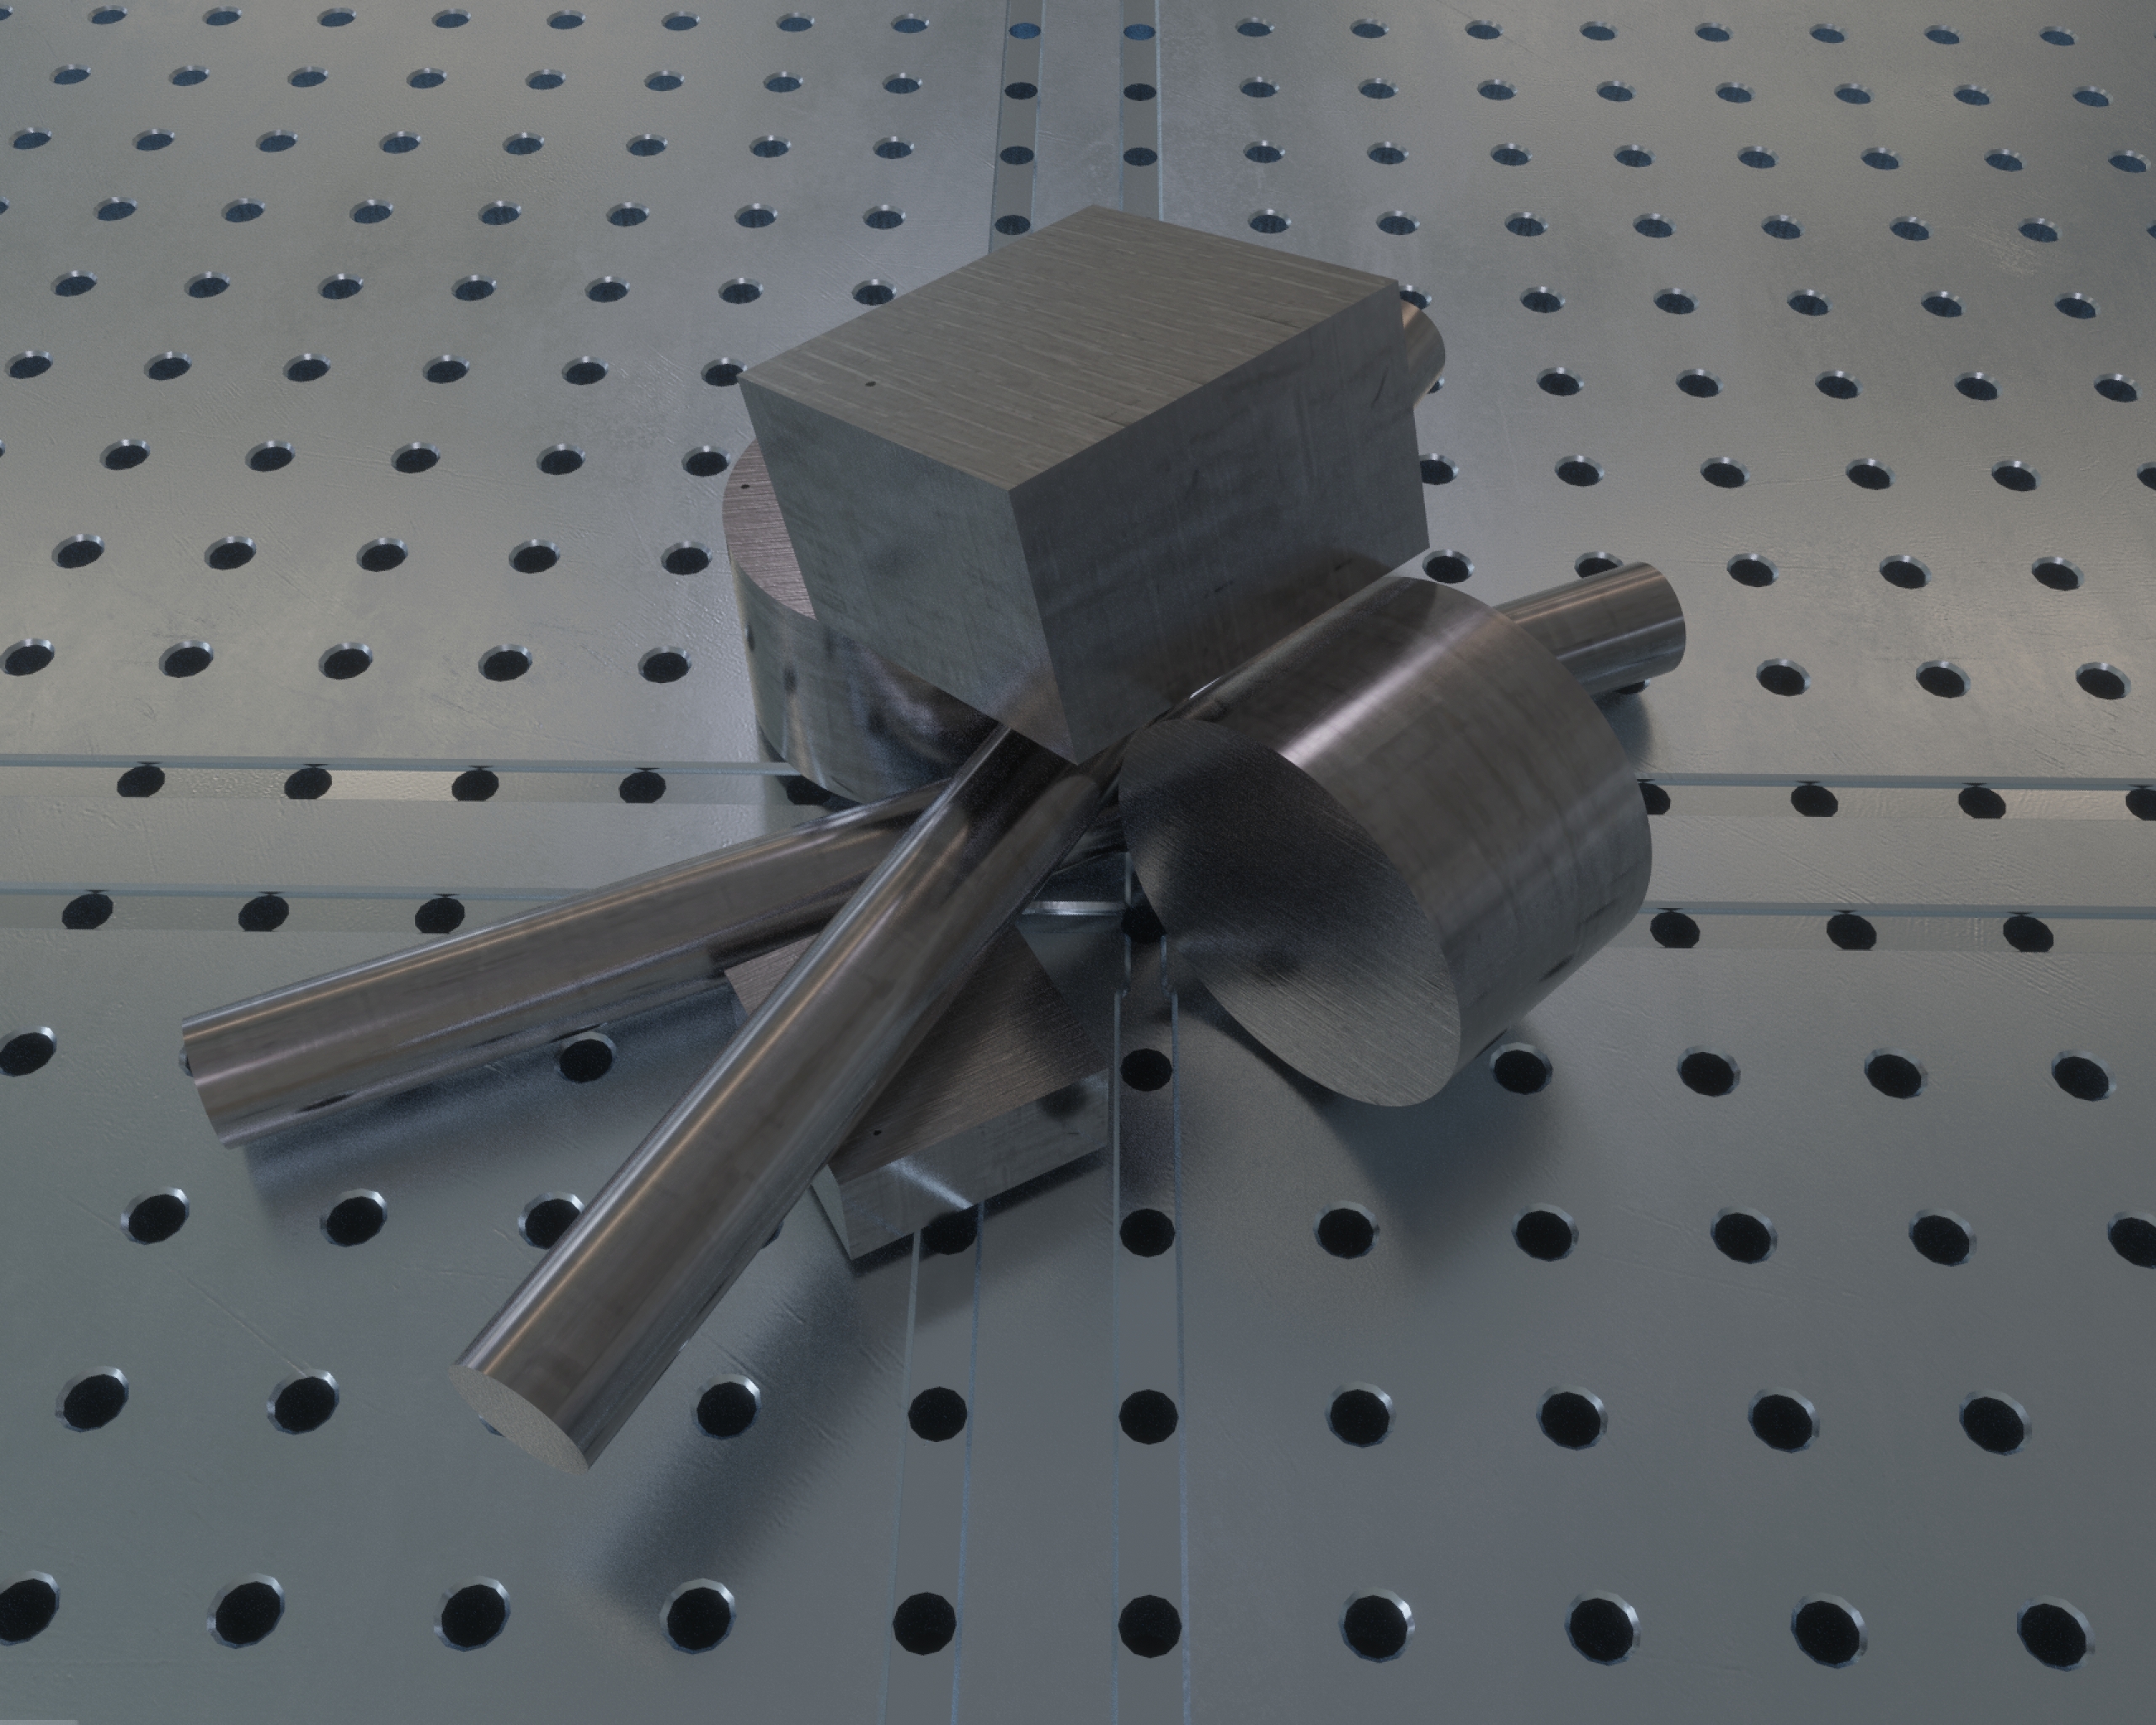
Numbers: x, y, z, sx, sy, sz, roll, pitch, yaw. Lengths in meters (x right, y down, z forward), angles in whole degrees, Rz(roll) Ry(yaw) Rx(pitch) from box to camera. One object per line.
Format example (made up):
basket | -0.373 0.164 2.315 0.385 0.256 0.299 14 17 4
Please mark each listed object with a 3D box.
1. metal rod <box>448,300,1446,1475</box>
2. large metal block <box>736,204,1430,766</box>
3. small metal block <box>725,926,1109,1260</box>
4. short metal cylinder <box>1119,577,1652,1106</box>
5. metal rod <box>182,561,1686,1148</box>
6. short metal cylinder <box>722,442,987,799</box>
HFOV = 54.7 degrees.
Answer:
metal rod | -0.005 -0.018 0.386 0.025 0.025 0.301 24 54 19
large metal block | 0.001 -0.070 0.363 0.080 0.050 0.080 -33 40 -24
small metal block | -0.029 0.035 0.373 0.050 0.025 0.050 -22 54 -18
short metal cylinder | 0.053 -0.004 0.371 0.050 0.080 0.080 -36 59 -25
metal rod | -0.015 -0.007 0.408 0.302 0.025 0.025 -18 53 -15
short metal cylinder | -0.030 -0.057 0.434 0.081 0.050 0.080 0 50 0
